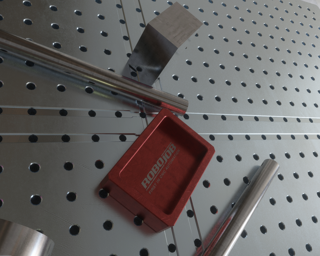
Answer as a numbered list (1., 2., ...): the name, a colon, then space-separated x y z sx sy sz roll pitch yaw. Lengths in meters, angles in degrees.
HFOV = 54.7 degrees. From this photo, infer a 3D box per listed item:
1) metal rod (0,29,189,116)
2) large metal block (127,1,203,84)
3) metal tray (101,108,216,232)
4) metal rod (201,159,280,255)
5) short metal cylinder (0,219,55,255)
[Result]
1. metal rod: -0.102 -0.075 0.398 0.302 0.025 0.025 19 55 -17
2. large metal block: 0.007 -0.124 0.452 0.050 0.080 0.080 40 51 -1
3. metal tray: 0.003 0.046 0.378 0.090 0.030 0.131 39 51 -2
4. metal rod: 0.077 0.133 0.368 0.025 0.025 0.302 46 51 4
5. short metal cylinder: -0.130 0.105 0.239 0.080 0.080 0.050 23 53 -15
